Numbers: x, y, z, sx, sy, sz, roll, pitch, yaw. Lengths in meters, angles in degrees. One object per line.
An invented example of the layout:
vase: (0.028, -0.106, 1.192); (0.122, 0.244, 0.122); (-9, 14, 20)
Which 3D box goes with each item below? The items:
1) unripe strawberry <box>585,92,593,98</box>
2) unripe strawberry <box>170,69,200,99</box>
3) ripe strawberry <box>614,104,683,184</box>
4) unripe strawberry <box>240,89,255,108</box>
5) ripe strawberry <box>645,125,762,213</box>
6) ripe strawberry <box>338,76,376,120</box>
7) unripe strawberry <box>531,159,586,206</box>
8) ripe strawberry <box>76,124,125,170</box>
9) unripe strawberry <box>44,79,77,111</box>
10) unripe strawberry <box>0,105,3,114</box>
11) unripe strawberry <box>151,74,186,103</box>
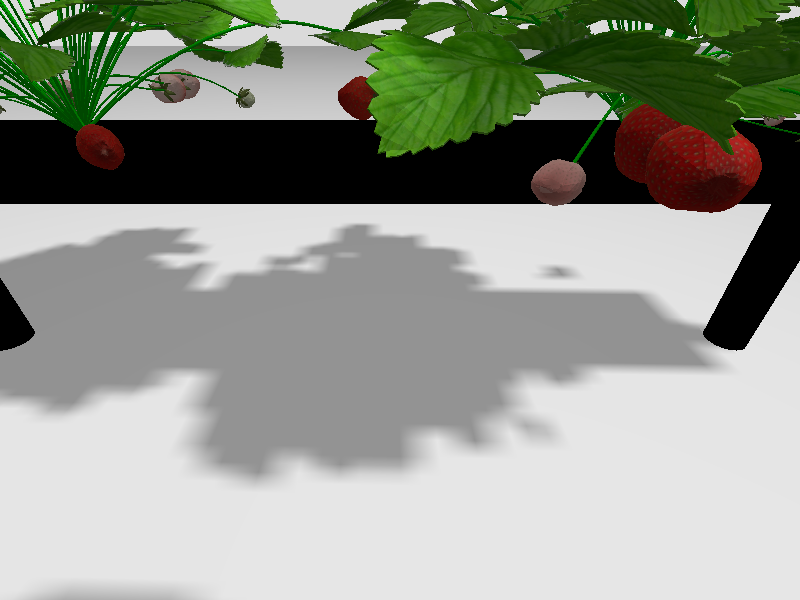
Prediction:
unripe strawberry: (0.221, -0.243, 0.469); (0.010, 0.011, 0.011); (6, 34, 9)
unripe strawberry: (-0.265, -0.267, 0.494); (0.036, 0.033, 0.033); (-1, 33, -1)
ripe strawberry: (0.137, -0.082, 0.212); (0.042, 0.044, 0.046); (13, 36, 18)
unripe strawberry: (-0.165, -0.217, 0.433); (0.016, 0.018, 0.018); (22, 26, 29)
ripe strawberry: (0.131, -0.056, 0.173); (0.043, 0.037, 0.043); (11, 36, 15)
ripe strawberry: (-0.042, -0.192, 0.383); (0.038, 0.037, 0.035); (10, 35, 15)
unripe strawberry: (0.072, -0.053, 0.185); (0.024, 0.021, 0.022); (21, 40, 29)
ripe strawberry: (-0.175, -0.089, 0.235); (0.022, 0.025, 0.024); (-24, 41, -32)
unripe strawberry: (-0.331, -0.202, 0.398); (0.035, 0.031, 0.032); (-23, 39, -30)
unripe strawberry: (-0.405, -0.192, 0.401); (0.012, 0.013, 0.011); (-22, 14, 43)
unripe strawberry: (-0.265, -0.244, 0.461); (0.036, 0.031, 0.036); (-1, 33, -1)
